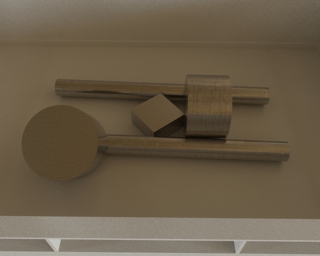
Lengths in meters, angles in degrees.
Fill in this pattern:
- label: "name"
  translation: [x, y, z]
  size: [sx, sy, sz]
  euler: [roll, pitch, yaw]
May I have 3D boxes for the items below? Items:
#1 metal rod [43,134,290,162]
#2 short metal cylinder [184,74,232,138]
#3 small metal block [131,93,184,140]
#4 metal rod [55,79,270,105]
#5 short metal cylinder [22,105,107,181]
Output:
- label: "metal rod"
  translation: [0.004, 0.023, 0.383]
  size: [0.302, 0.025, 0.025]
  euler: [2, 50, 1]
- label: "short metal cylinder"
  translation: [0.057, -0.027, 0.391]
  size: [0.050, 0.080, 0.080]
  euler: [1, 50, 1]
- label: "small metal block"
  translation: [-0.003, -0.013, 0.414]
  size: [0.050, 0.025, 0.050]
  euler: [-31, 57, -24]
- label: "metal rod"
  translation: [0.003, -0.052, 0.446]
  size: [0.302, 0.025, 0.025]
  euler: [3, 50, 1]
- label: "short metal cylinder"
  translation: [-0.104, 0.018, 0.348]
  size: [0.081, 0.050, 0.080]
  euler: [0, 84, 1]
